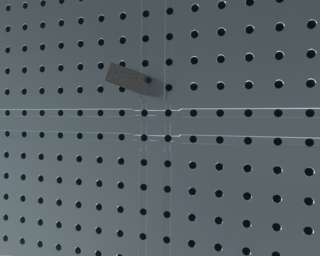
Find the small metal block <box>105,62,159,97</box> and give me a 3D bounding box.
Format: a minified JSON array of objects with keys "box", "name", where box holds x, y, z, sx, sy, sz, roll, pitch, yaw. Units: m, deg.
[{"box":[-0.036,-0.063,0.411,0.050,0.050,0.025,23,98,18],"name":"small metal block"}]
